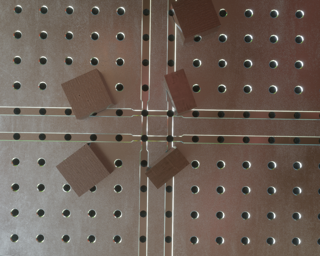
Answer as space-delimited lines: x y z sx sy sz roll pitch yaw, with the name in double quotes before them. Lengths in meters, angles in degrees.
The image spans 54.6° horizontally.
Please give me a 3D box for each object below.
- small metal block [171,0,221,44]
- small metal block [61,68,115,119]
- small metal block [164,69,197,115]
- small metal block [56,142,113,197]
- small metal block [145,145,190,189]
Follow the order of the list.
"small metal block" 0.047 -0.148 0.414 0.050 0.025 0.050 -21 90 0
"small metal block" -0.095 -0.044 0.413 0.050 0.025 0.050 -24 90 0
"small metal block" 0.025 -0.045 0.401 0.025 0.050 0.050 -20 90 0
"small metal block" -0.099 0.055 0.413 0.050 0.025 0.050 -37 90 0
"small metal block" 0.009 0.049 0.401 0.050 0.050 0.025 -39 90 0
